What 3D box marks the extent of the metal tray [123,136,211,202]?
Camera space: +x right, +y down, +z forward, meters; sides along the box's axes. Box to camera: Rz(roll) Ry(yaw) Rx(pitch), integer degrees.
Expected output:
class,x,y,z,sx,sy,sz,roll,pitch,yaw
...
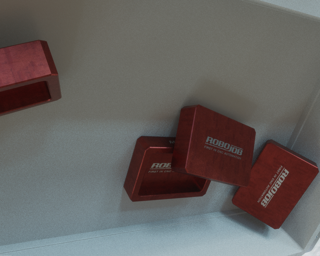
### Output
class,x,y,z,sx,sy,sz,roll,pitch,yaw
metal tray,0.021,0.059,0.453,0.131,0.030,0.089,3,117,-30

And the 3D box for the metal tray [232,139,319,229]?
class,x,y,z,sx,sy,sz,roll,pitch,yaw
metal tray,0.195,0.097,0.533,0.129,0.090,0.030,-64,166,17

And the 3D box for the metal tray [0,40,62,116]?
class,x,y,z,sx,sy,sz,roll,pitch,yaw
metal tray,-0.155,-0.030,0.264,0.131,0.090,0.030,-19,88,-18

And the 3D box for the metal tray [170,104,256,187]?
class,x,y,z,sx,sy,sz,roll,pitch,yaw
metal tray,0.080,0.029,0.438,0.131,0.030,0.090,19,76,-36
